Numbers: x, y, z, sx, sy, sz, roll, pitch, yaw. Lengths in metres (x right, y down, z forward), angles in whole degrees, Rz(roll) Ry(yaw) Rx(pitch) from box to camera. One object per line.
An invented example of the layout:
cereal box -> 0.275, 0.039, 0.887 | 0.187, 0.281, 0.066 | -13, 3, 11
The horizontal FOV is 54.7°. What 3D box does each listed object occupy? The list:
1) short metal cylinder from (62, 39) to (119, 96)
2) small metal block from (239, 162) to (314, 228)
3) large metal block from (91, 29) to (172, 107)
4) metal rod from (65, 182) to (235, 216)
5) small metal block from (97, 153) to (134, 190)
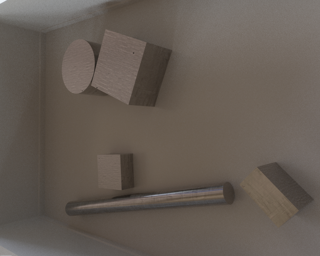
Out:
short metal cylinder -> -0.106, -0.091, 0.475 | 0.080, 0.050, 0.079 | 0, 90, 39
small metal block -> 0.112, 0.062, 0.297 | 0.050, 0.050, 0.025 | 50, 119, 28
large metal block -> -0.040, -0.081, 0.422 | 0.080, 0.050, 0.079 | 28, 108, 36
metal rod -> -0.037, 0.105, 0.435 | 0.300, 0.025, 0.025 | -16, 80, 38
small metal block -> -0.066, 0.063, 0.459 | 0.050, 0.025, 0.050 | -4, 87, 39
